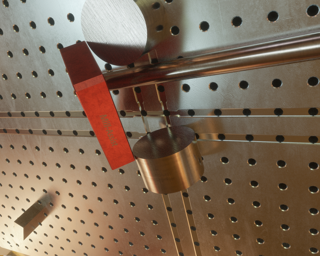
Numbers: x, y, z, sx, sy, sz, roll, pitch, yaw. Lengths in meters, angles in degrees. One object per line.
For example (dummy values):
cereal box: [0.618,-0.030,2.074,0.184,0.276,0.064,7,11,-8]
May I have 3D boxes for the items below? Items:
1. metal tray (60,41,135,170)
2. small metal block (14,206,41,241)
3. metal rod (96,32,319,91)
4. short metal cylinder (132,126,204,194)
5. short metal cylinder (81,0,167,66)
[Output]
metal tray: [-0.071,-0.024,0.362,0.090,0.030,0.129,-123,13,-45]
small metal block: [-0.289,0.207,0.676,0.025,0.050,0.050,27,128,11]
metal rod: [0.044,-0.069,0.345,0.300,0.025,0.025,-4,117,30]
short metal cylinder: [0.011,0.038,0.393,0.080,0.080,0.050,-3,117,30]
short metal cylinder: [-0.039,-0.115,0.344,0.080,0.050,0.079,13,124,21]
